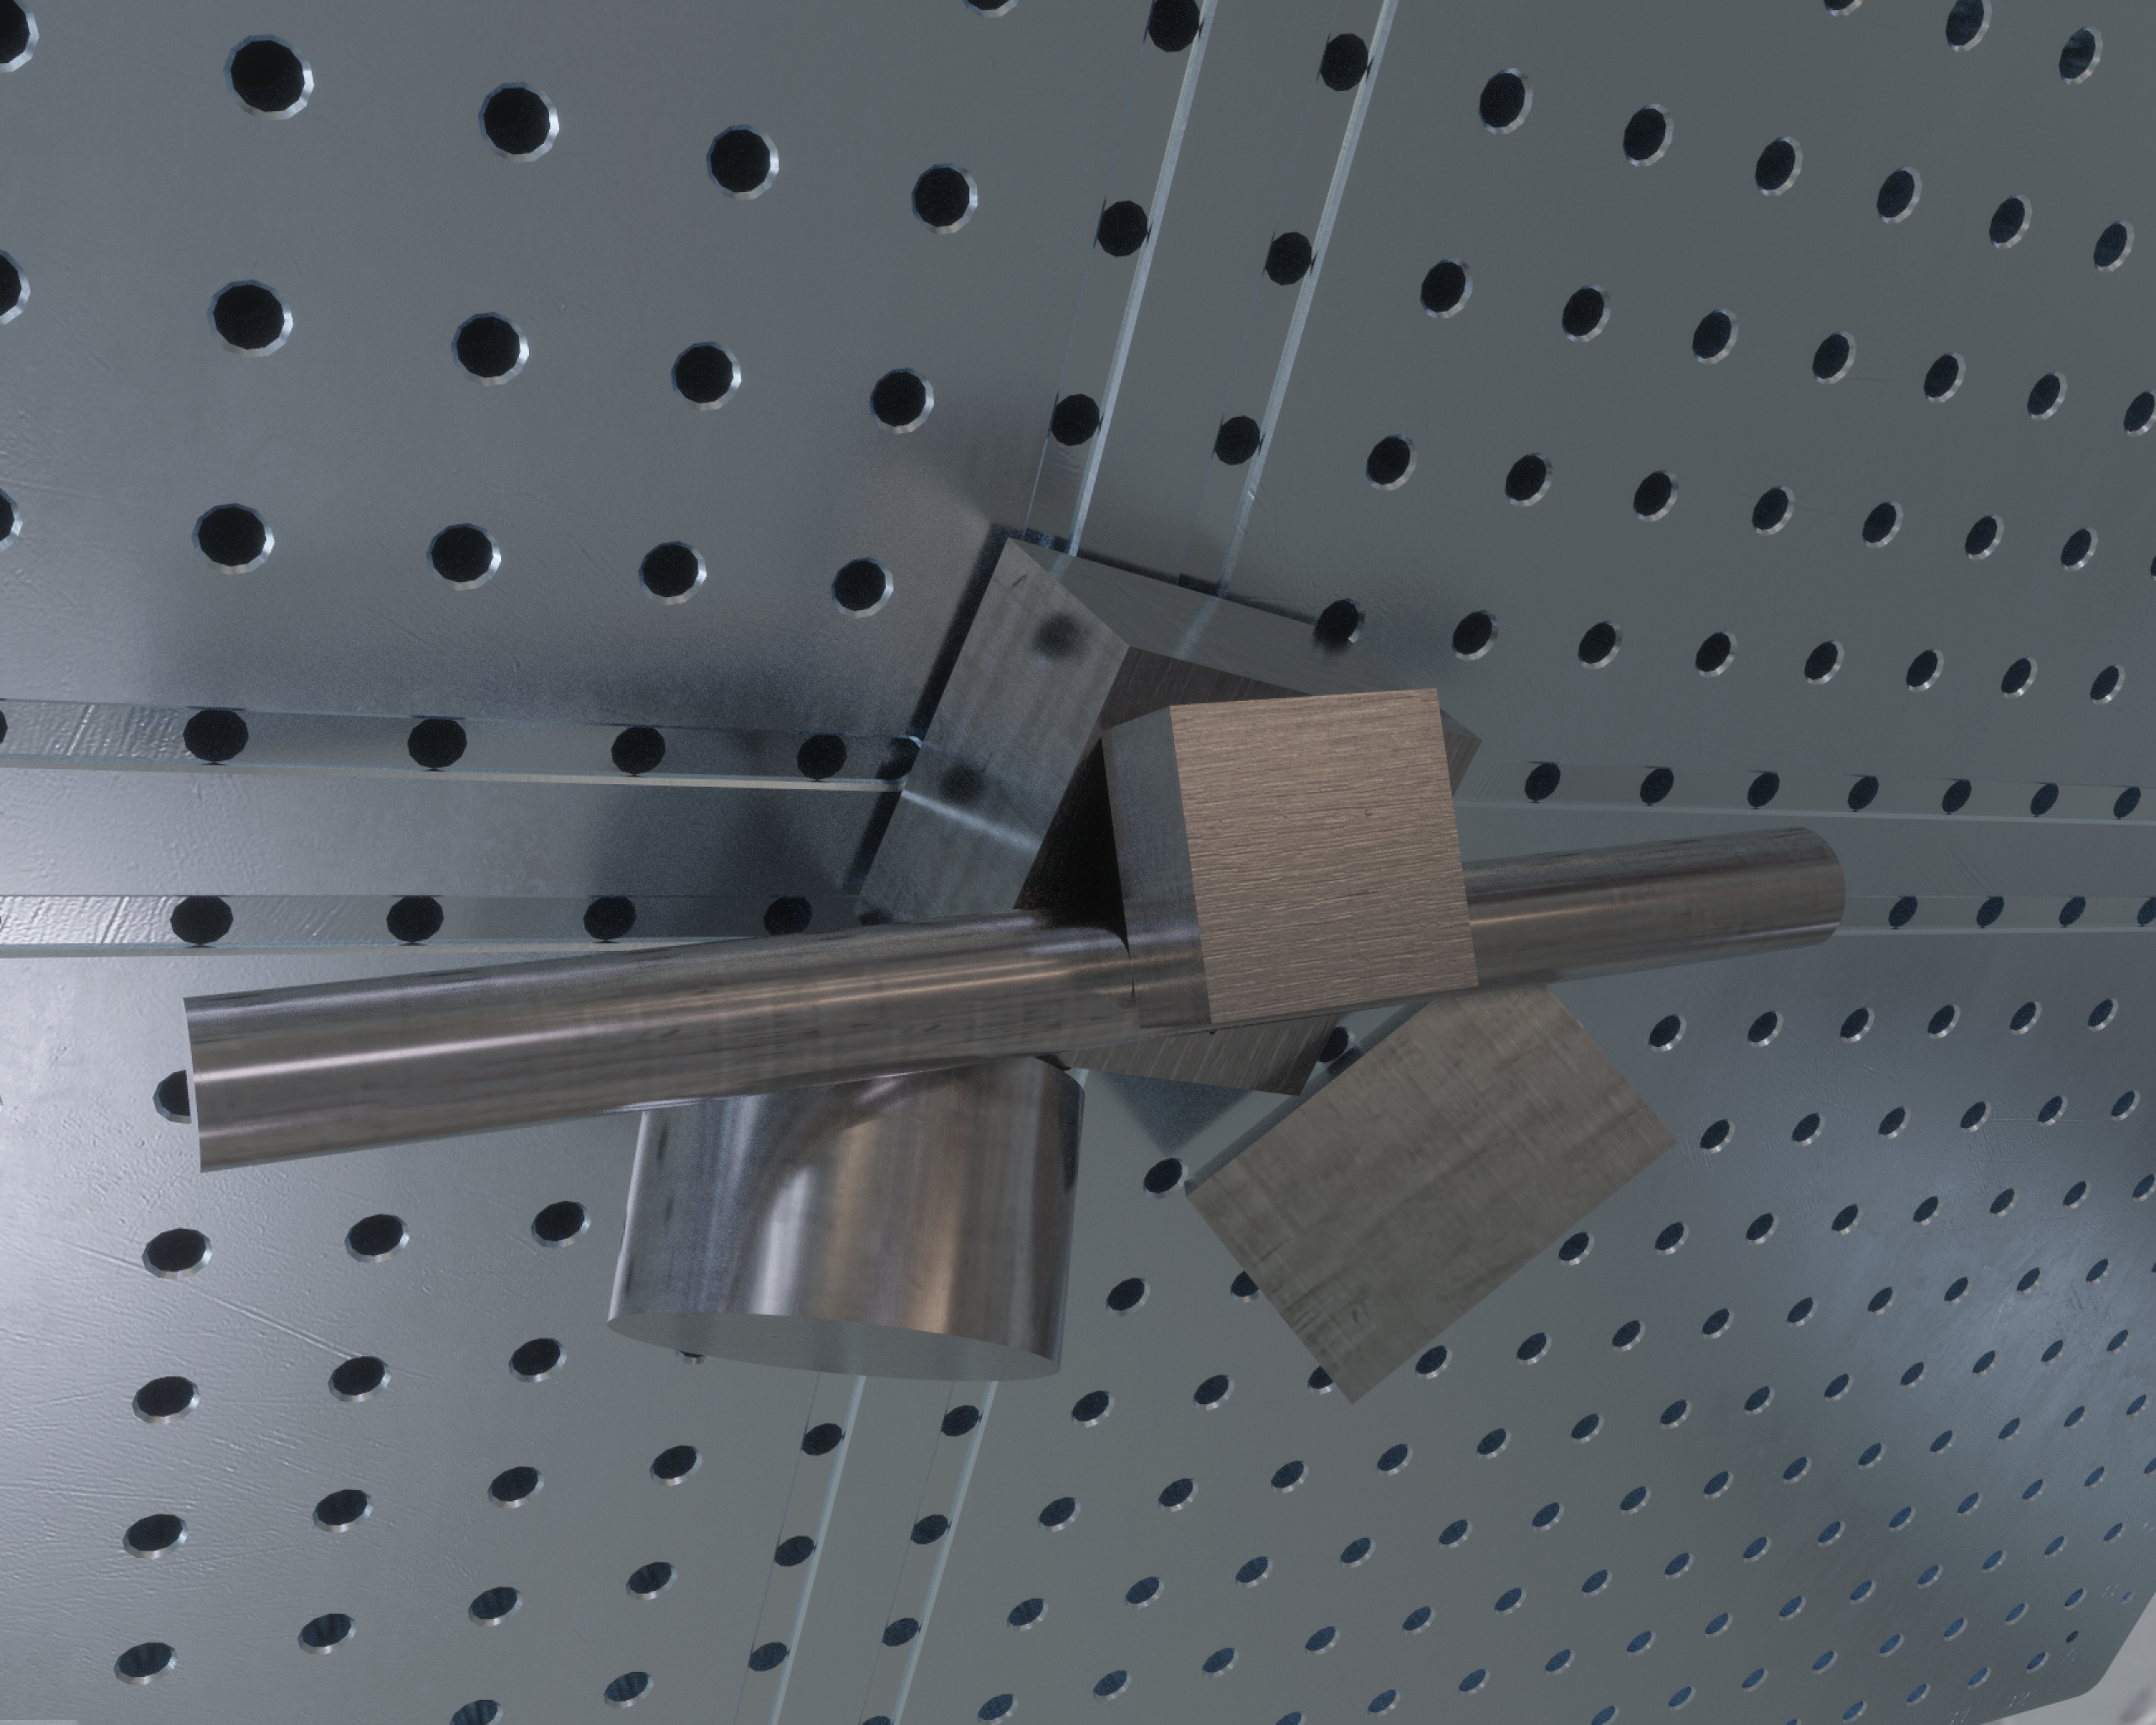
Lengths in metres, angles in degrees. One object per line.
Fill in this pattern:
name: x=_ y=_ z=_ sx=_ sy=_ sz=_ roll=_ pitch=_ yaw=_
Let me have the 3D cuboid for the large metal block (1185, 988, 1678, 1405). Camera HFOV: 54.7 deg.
large metal block: x=0.070 y=0.064 z=0.440 sx=0.080 sy=0.050 sz=0.080 roll=-38 pitch=173 yaw=-2

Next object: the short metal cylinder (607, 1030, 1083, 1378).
short metal cylinder: x=-0.041 y=0.064 z=0.380 sx=0.080 sy=0.080 sz=0.050 roll=21 pitch=64 yaw=-36

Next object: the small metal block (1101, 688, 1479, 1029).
small metal block: x=0.035 y=-0.001 z=0.345 sx=0.050 sy=0.025 sz=0.050 roll=-6 pitch=86 yaw=-25

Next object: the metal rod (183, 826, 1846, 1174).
metal rod: x=0.011 y=0.018 z=0.359 sx=0.303 sy=0.025 sz=0.025 roll=-6 pitch=121 yaw=-26

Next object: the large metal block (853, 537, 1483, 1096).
large metal block: x=0.016 y=-0.007 z=0.395 sx=0.081 sy=0.050 sz=0.079 roll=11 pitch=113 yaw=-33
